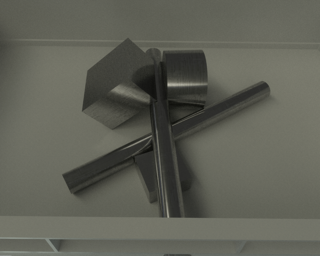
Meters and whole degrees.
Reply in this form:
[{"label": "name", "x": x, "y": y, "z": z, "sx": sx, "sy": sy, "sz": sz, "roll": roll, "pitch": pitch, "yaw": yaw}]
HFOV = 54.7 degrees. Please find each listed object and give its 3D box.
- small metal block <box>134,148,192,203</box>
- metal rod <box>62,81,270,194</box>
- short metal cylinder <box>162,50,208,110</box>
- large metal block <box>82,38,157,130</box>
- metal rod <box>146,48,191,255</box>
[{"label": "small metal block", "x": 0.003, "y": 0.052, "z": 0.360, "sx": 0.050, "sy": 0.025, "sz": 0.050, "roll": -17, "pitch": 52, "yaw": -14}, {"label": "metal rod", "x": 0.023, "y": 0.003, "z": 0.400, "sx": 0.302, "sy": 0.025, "sz": 0.025, "roll": -25, "pitch": 55, "yaw": -20}, {"label": "short metal cylinder", "x": 0.031, "y": -0.065, "z": 0.422, "sx": 0.050, "sy": 0.080, "sz": 0.080, "roll": -2, "pitch": 50, "yaw": -4}, {"label": "large metal block", "x": -0.053, "y": -0.057, "z": 0.409, "sx": 0.080, "sy": 0.050, "sz": 0.080, "roll": -31, "pitch": 44, "yaw": 27}, {"label": "metal rod", "x": 0.002, "y": 0.003, "z": 0.367, "sx": 0.025, "sy": 0.025, "sz": 0.300, "roll": -4, "pitch": 49, "yaw": -3}]
